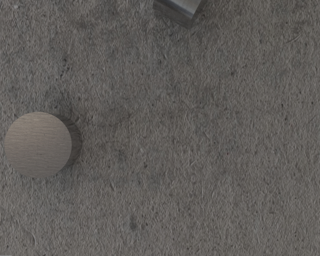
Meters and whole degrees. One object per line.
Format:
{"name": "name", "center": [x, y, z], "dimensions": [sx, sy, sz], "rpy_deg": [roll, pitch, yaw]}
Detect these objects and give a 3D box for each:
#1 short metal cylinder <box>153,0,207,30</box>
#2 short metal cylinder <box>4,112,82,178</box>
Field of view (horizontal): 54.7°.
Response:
{"name": "short metal cylinder", "center": [0.033, -0.170, 0.382], "dimensions": [0.050, 0.080, 0.080], "rpy_deg": [31, 90, 0]}
{"name": "short metal cylinder", "center": [-0.146, 0.020, 0.396], "dimensions": [0.081, 0.050, 0.080], "rpy_deg": [0, 90, 0]}
